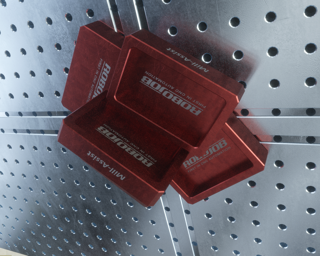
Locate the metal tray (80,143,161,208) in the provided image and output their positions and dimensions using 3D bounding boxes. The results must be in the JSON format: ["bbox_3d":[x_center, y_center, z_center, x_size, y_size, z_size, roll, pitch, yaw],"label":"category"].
[{"bbox_3d":[-0.056,0.058,0.447,0.130,0.030,0.090,36,154,3],"label":"metal tray"}]

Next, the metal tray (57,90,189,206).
[{"bbox_3d":[-0.038,0.018,0.359,0.130,0.090,0.030,35,129,4],"label":"metal tray"}]

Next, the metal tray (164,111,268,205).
[{"bbox_3d":[0.057,0.038,0.398,0.090,0.030,0.129,47,129,-6],"label":"metal tray"}]

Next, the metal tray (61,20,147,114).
[{"bbox_3d":[-0.073,-0.060,0.407,0.090,0.030,0.129,33,129,5],"label":"metal tray"}]

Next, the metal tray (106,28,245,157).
[{"bbox_3d":[0.012,-0.037,0.338,0.130,0.030,0.089,31,128,7],"label":"metal tray"}]
